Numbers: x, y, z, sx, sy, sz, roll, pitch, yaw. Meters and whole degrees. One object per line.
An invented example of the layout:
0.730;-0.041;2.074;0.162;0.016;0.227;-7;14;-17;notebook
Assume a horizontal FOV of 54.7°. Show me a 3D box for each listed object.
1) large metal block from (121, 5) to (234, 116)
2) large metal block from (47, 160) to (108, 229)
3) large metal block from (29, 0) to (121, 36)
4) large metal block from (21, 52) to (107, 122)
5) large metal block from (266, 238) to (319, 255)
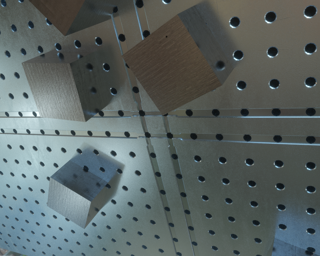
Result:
0.020;-0.072;0.339;0.080;0.050;0.080;-26;105;36;large metal block
-0.145;0.116;0.541;0.080;0.050;0.079;28;128;10;large metal block
-0.075;-0.151;0.320;0.050;0.080;0.080;45;129;-4;large metal block
-0.129;-0.058;0.425;0.080;0.050;0.079;6;121;25;large metal block
0.185;0.212;0.429;0.080;0.050;0.079;18;126;17;large metal block
